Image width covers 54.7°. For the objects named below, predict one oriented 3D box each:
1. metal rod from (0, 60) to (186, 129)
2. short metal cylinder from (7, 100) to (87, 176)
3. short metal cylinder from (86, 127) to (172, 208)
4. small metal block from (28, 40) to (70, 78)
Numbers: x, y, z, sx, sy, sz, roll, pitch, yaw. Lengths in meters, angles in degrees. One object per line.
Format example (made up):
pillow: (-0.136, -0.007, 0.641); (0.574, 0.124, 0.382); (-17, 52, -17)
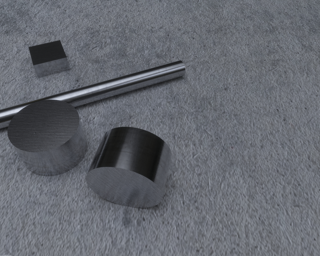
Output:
metal rod: (-0.104, -0.047, 0.442); (0.302, 0.025, 0.025); (-18, 53, -15)
short metal cylinder: (-0.134, 0.011, 0.377); (0.081, 0.050, 0.080); (0, 50, 0)
short metal cylinder: (-0.031, 0.044, 0.331); (0.080, 0.080, 0.050); (9, 51, 7)
small metal block: (-0.177, -0.111, 0.495); (0.050, 0.025, 0.050); (-18, 52, -15)
